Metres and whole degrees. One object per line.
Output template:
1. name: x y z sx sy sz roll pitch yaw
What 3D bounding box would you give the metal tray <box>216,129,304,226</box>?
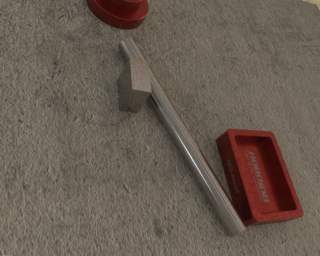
1. metal tray: 0.138 0.066 0.436 0.091 0.030 0.130 4 60 -27

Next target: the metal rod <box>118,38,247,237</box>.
1. metal rod: 0.023 0.002 0.416 0.025 0.025 0.299 -20 72 -36

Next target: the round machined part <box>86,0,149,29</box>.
1. round machined part: -0.062 -0.207 0.487 0.099 0.042 0.098 14 56 -21

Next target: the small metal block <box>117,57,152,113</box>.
1. small metal block: -0.035 -0.055 0.404 0.025 0.050 0.050 7 59 -25
